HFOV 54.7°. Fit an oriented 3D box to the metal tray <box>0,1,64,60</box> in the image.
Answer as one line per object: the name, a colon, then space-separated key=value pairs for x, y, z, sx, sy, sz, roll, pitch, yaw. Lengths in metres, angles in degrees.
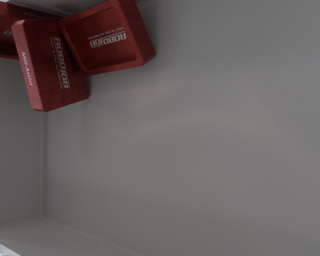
metal tray: x=-0.213 y=-0.150 z=0.508 sx=0.090 sy=0.131 sz=0.030 roll=-40 pitch=63 yaw=39

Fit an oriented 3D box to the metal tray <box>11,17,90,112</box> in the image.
metal tray: x=-0.162 y=-0.098 z=0.473 sx=0.030 sy=0.091 sz=0.129 roll=7 pitch=113 yaw=36

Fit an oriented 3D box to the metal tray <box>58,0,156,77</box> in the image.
metal tray: x=-0.078 y=-0.127 z=0.438 sx=0.130 sy=0.030 sz=0.090 roll=-1 pitch=123 yaw=40
